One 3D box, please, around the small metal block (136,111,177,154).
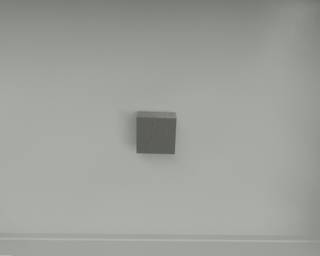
[{"bbox_3d":[-0.005,0.006,0.409,0.050,0.025,0.050,2,110,-1],"label":"small metal block"}]
